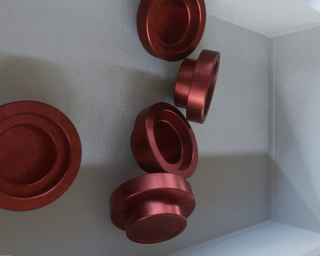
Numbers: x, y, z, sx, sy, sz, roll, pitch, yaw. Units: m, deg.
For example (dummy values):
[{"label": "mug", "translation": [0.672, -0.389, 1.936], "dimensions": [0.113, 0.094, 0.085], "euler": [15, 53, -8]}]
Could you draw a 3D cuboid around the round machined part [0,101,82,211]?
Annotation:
[{"label": "round machined part", "translation": [-0.128, 0.024, 0.289], "dimensions": [0.099, 0.042, 0.097], "euler": [0, 90, -40]}]

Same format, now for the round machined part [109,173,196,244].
[{"label": "round machined part", "translation": [-0.007, 0.098, 0.354], "dimensions": [0.098, 0.098, 0.042], "euler": [30, 31, -37]}]

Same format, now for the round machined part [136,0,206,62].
[{"label": "round machined part", "translation": [0.010, -0.137, 0.392], "dimensions": [0.099, 0.042, 0.097], "euler": [-21, 123, -35]}]

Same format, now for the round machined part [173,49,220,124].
[{"label": "round machined part", "translation": [0.048, -0.057, 0.417], "dimensions": [0.098, 0.042, 0.097], "euler": [13, 91, -77]}]

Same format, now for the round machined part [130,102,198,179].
[{"label": "round machined part", "translation": [0.002, 0.020, 0.385], "dimensions": [0.098, 0.042, 0.098], "euler": [30, 49, -40]}]
